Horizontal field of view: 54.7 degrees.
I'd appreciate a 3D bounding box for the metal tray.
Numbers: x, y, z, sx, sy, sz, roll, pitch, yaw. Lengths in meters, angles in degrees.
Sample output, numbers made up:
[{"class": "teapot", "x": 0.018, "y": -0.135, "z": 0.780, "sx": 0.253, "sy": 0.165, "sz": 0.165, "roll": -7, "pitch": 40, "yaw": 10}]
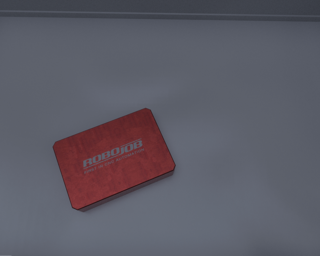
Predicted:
[{"class": "metal tray", "x": -0.057, "y": 0.039, "z": 0.392, "sx": 0.131, "sy": 0.030, "sz": 0.090, "roll": -21, "pitch": 72, "yaw": -8}]
